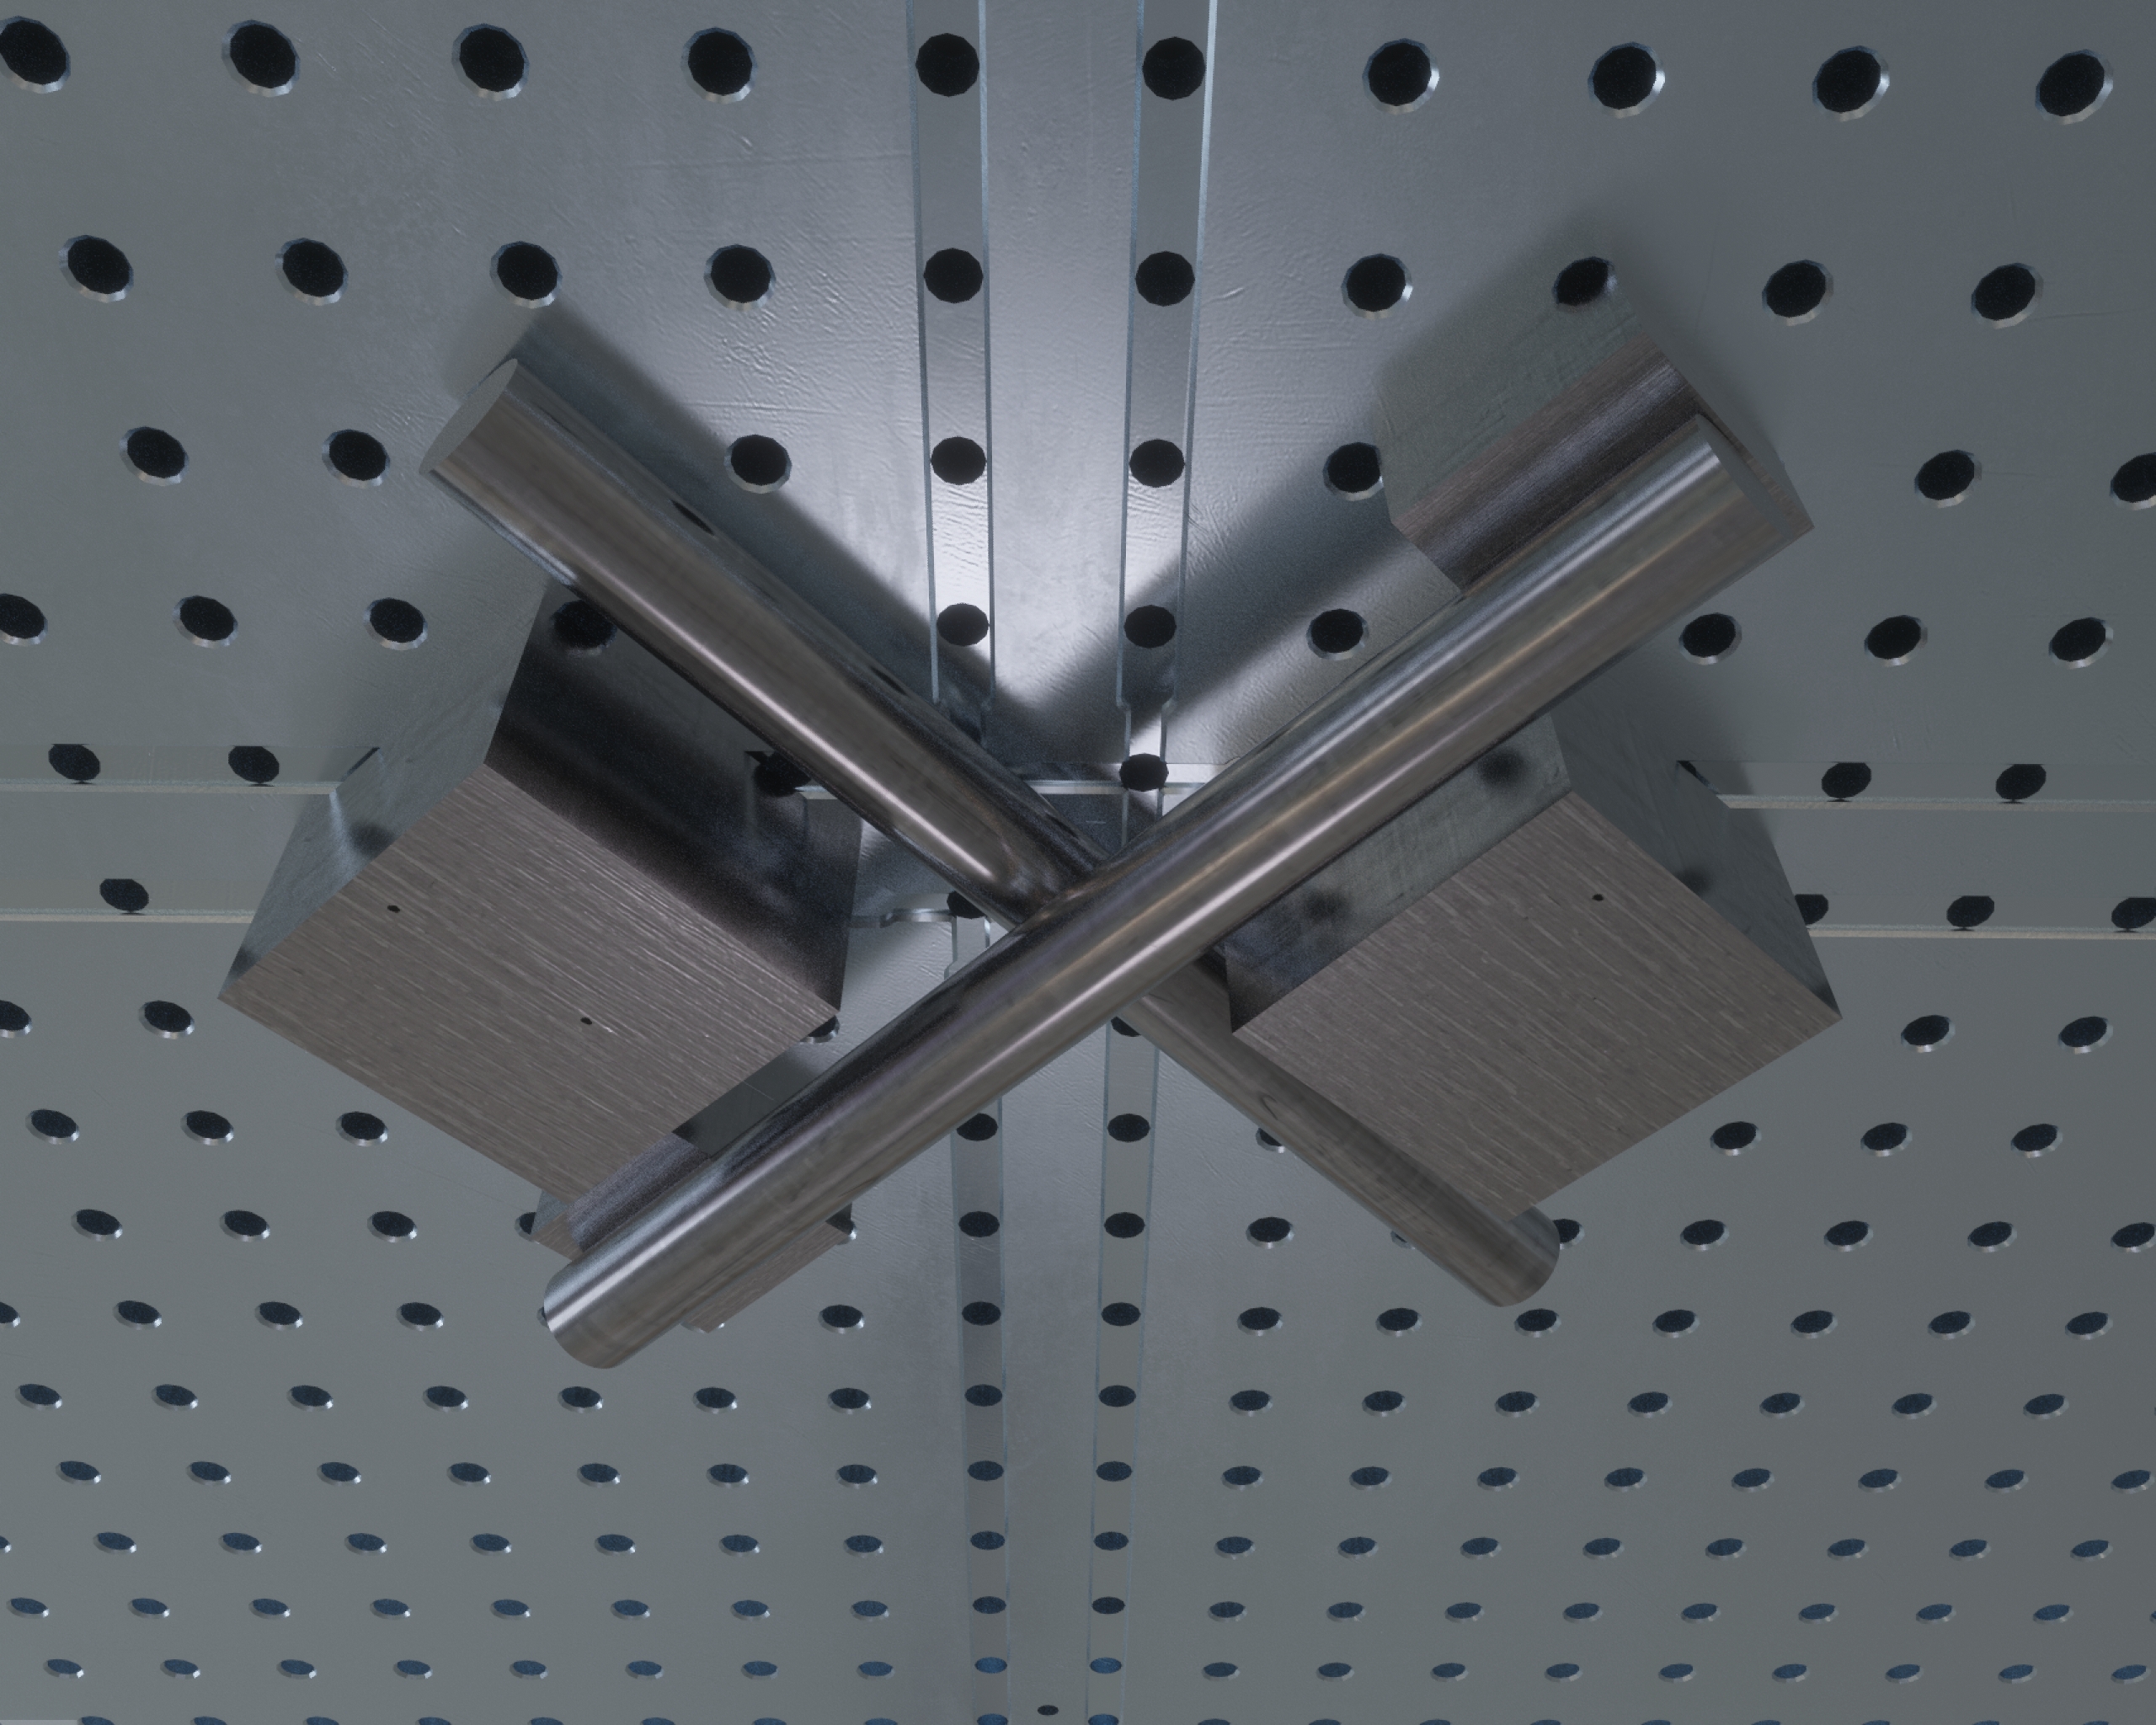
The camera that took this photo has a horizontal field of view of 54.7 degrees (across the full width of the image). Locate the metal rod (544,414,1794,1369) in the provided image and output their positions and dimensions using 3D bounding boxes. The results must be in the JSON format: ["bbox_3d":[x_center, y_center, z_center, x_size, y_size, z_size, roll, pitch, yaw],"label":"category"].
[{"bbox_3d":[-0.002,0.020,0.395,0.299,0.025,0.025,-37,121,27],"label":"metal rod"}]

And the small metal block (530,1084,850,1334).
[{"bbox_3d":[-0.087,0.075,0.475,0.050,0.025,0.050,37,121,-27],"label":"small metal block"}]

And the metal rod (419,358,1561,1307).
[{"bbox_3d":[0.001,0.010,0.418,0.025,0.025,0.301,-35,122,26],"label":"metal rod"}]

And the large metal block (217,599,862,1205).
[{"bbox_3d":[-0.101,0.010,0.403,0.080,0.050,0.080,-36,122,26],"label":"large metal block"}]

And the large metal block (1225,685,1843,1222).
[{"bbox_3d":[0.086,0.014,0.408,0.080,0.050,0.080,35,122,-26],"label":"large metal block"}]

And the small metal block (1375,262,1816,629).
[{"bbox_3d":[0.088,-0.064,0.358,0.050,0.025,0.050,-37,122,27],"label":"small metal block"}]
